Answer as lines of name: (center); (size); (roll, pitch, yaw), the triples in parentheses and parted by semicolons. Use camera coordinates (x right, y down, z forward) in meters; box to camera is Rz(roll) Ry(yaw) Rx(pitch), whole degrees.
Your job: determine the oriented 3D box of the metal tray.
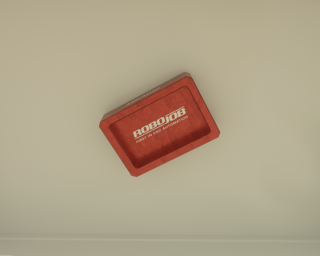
metal tray: (0.000, -0.003, 0.404); (0.130, 0.030, 0.090); (-27, 108, 9)
